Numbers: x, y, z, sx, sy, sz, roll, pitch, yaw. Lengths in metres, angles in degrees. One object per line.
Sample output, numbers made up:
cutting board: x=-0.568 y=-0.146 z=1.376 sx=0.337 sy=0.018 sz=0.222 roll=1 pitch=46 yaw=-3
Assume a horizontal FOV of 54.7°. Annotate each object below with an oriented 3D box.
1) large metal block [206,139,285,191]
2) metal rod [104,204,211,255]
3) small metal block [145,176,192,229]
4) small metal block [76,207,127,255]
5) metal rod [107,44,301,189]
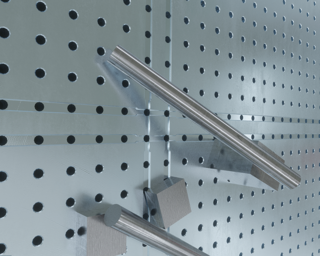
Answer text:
large metal block: x=0.134 y=0.057 z=0.485 sx=0.080 sy=0.080 sz=0.050 roll=31 pitch=71 yaw=-36
metal rod: x=0.037 y=0.172 z=0.422 sx=0.300 sy=0.025 sz=0.025 roll=42 pitch=65 yaw=-38
small metal block: x=0.012 y=0.100 z=0.419 sx=0.050 sy=0.025 sz=0.050 roll=-22 pitch=104 yaw=-38
small metal block: x=-0.066 y=0.120 z=0.354 sx=0.050 sy=0.025 sz=0.050 roll=1 pitch=89 yaw=-40
metal rod: x=0.066 y=-0.007 z=0.399 sx=0.301 sy=0.025 sz=0.025 roll=34 pitch=68 yaw=-13
